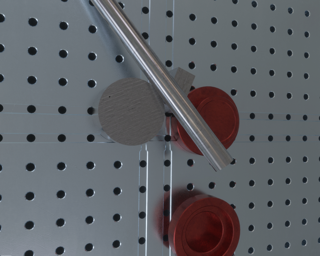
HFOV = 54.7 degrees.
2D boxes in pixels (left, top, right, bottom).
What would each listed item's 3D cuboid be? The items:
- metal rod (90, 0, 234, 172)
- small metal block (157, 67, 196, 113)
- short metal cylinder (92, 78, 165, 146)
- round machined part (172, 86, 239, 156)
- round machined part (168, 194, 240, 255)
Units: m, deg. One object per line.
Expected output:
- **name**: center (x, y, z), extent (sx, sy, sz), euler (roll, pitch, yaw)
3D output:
- **metal rod**: center (-0.013, -0.078, 0.366), extent (0.025, 0.025, 0.299), euler (-35, 86, -17)
- **small metal block**: center (0.016, -0.048, 0.405), extent (0.025, 0.050, 0.050), euler (25, 82, -19)
- **short metal cylinder**: center (-0.040, -0.019, 0.385), extent (0.081, 0.050, 0.079), euler (0, 90, -21)
- **round machined part**: center (0.069, -0.009, 0.429), extent (0.099, 0.042, 0.097), euler (0, 90, -20)
- **round machined part**: center (0.057, 0.140, 0.425), extent (0.099, 0.042, 0.097), euler (0, 90, -20)
